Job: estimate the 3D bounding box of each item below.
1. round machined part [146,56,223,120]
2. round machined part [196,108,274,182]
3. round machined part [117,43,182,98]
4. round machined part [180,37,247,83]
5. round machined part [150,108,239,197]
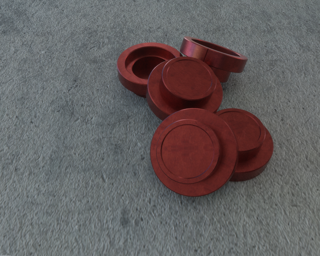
[{"bbox_3d":[0.033,-0.052,0.395,0.099,0.042,0.098,4,60,-7],"label":"round machined part"},{"bbox_3d":[0.091,0.013,0.383,0.099,0.042,0.098,0,50,0],"label":"round machined part"},{"bbox_3d":[-0.013,-0.082,0.462,0.099,0.042,0.098,0,50,0],"label":"round machined part"},{"bbox_3d":[0.075,-0.100,0.460,0.099,0.042,0.098,16,23,-7],"label":"round machined part"},{"bbox_3d":[0.035,0.026,0.339,0.098,0.042,0.097,-2,83,19],"label":"round machined part"}]
